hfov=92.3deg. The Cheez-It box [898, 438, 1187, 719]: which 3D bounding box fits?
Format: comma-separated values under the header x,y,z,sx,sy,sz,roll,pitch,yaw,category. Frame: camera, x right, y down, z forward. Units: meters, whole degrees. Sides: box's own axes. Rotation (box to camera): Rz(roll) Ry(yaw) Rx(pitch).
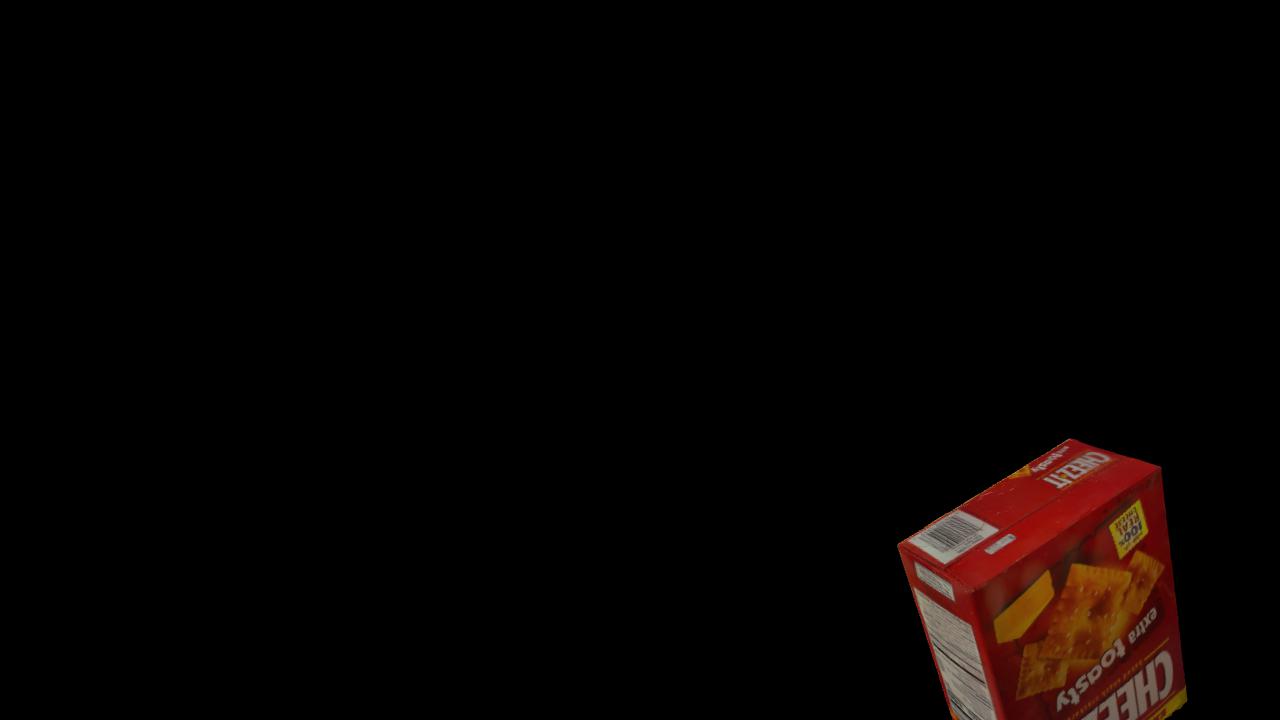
x,y,z,sx,sy,sz,roll,pitch,yaw,category
0.296,0.193,0.443,0.166,0.223,0.071,-26,18,-12,Cheez-It box
